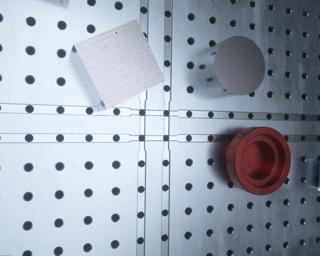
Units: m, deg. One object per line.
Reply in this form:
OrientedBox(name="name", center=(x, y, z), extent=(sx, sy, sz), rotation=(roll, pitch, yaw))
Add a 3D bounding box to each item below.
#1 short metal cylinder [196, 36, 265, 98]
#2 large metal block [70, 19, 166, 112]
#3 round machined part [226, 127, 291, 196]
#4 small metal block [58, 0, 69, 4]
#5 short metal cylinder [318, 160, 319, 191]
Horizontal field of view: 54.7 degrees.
OrientedBox(name="short metal cylinder", center=(0.099, -0.084, 0.437), extent=(0.081, 0.050, 0.079), rotation=(0, 90, -21))
OrientedBox(name="large metal block", center=(-0.052, -0.075, 0.381), extent=(0.081, 0.050, 0.080), rotation=(-29, 100, -18))
OrientedBox(name="round machined part", center=(0.140, 0.047, 0.457), extent=(0.099, 0.042, 0.097), rotation=(0, 90, -21))
OrientedBox(name="small metal block", center=(-0.128, -0.184, 0.365), extent=(0.050, 0.025, 0.050), rotation=(12, 86, -20))
OrientedBox(name="short metal cylinder", center=(0.300, 0.080, 0.497), extent=(0.081, 0.080, 0.050), rotation=(6, 88, -20))
